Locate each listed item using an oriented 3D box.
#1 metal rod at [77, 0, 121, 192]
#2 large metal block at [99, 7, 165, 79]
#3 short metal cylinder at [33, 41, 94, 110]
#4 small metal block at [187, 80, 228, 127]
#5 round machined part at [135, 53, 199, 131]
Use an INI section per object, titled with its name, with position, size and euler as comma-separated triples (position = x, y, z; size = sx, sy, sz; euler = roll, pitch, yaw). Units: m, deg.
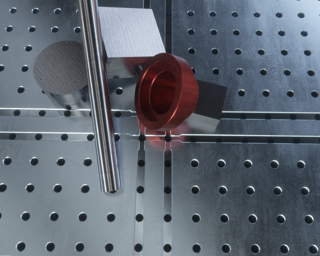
[metal rod]
position = -0.079, -0.072, 0.384
size = 0.025, 0.025, 0.298
euler = -7, 90, -3
[large metal block]
position = -0.046, -0.117, 0.428
size = 0.081, 0.050, 0.080
euler = -7, 69, -24
[short metal cylinder]
position = -0.123, -0.071, 0.423
size = 0.081, 0.050, 0.080
euler = 0, 70, 0
[small metal block]
position = 0.061, -0.035, 0.425
size = 0.050, 0.025, 0.050
euler = 15, 71, 5
[round machined part]
position = 0.012, -0.044, 0.400
size = 0.042, 0.098, 0.098
euler = 7, 65, -38
